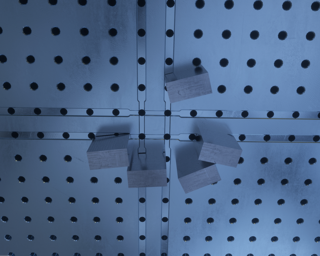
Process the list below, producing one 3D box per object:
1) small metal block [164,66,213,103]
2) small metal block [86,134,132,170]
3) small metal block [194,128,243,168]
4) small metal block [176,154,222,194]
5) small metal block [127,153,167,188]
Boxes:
[{"bbox_3d":[0.033,-0.055,0.380,0.050,0.050,0.025,-13,110,4],"label":"small metal block"},{"bbox_3d":[-0.065,0.031,0.410,0.050,0.050,0.025,-6,110,1],"label":"small metal block"},{"bbox_3d":[0.075,0.025,0.411,0.050,0.050,0.025,12,110,-5],"label":"small metal block"},{"bbox_3d":[0.051,0.057,0.422,0.050,0.050,0.025,-23,109,8],"label":"small metal block"},{"bbox_3d":[-0.017,0.057,0.421,0.050,0.050,0.025,-3,110,0],"label":"small metal block"}]
